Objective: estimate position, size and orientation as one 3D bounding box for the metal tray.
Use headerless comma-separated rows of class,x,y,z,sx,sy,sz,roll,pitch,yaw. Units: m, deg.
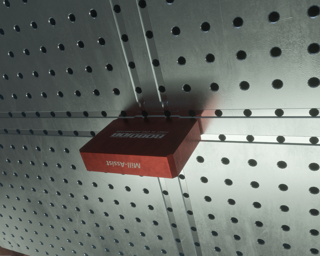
metal tray,-0.024,0.021,0.395,0.130,0.090,0.030,0,119,28
